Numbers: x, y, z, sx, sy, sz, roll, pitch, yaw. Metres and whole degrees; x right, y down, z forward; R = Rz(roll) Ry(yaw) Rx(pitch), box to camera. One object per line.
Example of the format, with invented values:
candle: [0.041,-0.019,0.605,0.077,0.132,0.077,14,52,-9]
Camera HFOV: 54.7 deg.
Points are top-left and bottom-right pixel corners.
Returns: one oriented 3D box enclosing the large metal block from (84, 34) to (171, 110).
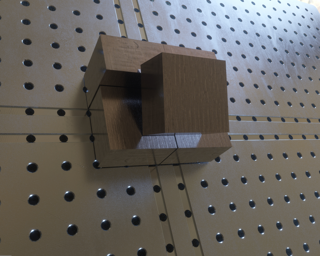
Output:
large metal block: [-0.044,-0.065,0.389,0.081,0.080,0.050,1,62,-28]

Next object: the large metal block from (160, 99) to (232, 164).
large metal block: [0.038,0.000,0.411,0.081,0.050,0.080,1,62,-28]

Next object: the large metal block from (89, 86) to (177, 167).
large metal block: [-0.035,-0.001,0.373,0.081,0.050,0.080,1,62,-28]

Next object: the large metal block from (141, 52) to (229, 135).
large metal block: [0.027,-0.033,0.343,0.081,0.050,0.080,0,86,-29]

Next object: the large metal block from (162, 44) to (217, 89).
large metal block: [0.028,-0.064,0.427,0.081,0.080,0.050,1,62,-28]
